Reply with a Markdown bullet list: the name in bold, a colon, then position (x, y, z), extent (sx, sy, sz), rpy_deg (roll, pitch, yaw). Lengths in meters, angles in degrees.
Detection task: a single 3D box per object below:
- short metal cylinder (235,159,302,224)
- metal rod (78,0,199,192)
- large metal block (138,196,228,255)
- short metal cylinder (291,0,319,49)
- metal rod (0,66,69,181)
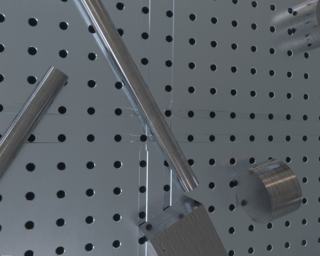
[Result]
- **short metal cylinder**: position (0.151, 0.089, 0.440), extent (0.050, 0.080, 0.080), rpy_deg (-14, 95, -20)
- **metal rod**: position (-0.027, -0.048, 0.402), extent (0.025, 0.025, 0.299), rpy_deg (-32, 101, -17)
- **large metal block**: position (0.030, 0.150, 0.411), extent (0.080, 0.050, 0.080), rpy_deg (-29, 100, -18)
- **short metal cylinder**: position (0.260, -0.172, 0.495), extent (0.081, 0.050, 0.079), rpy_deg (0, 90, -20)
- **metal rod**: position (-0.194, 0.061, 0.341), extent (0.025, 0.025, 0.300), rpy_deg (33, 79, -17)
